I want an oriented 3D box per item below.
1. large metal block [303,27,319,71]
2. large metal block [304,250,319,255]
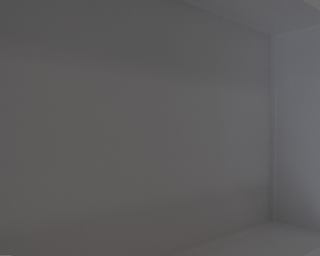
[{"bbox_3d":[0.372,-0.178,0.684,0.050,0.080,0.080,17,79,-39],"label":"large metal block"},{"bbox_3d":[0.361,0.329,0.696,0.080,0.050,0.080,30,71,-36],"label":"large metal block"}]
